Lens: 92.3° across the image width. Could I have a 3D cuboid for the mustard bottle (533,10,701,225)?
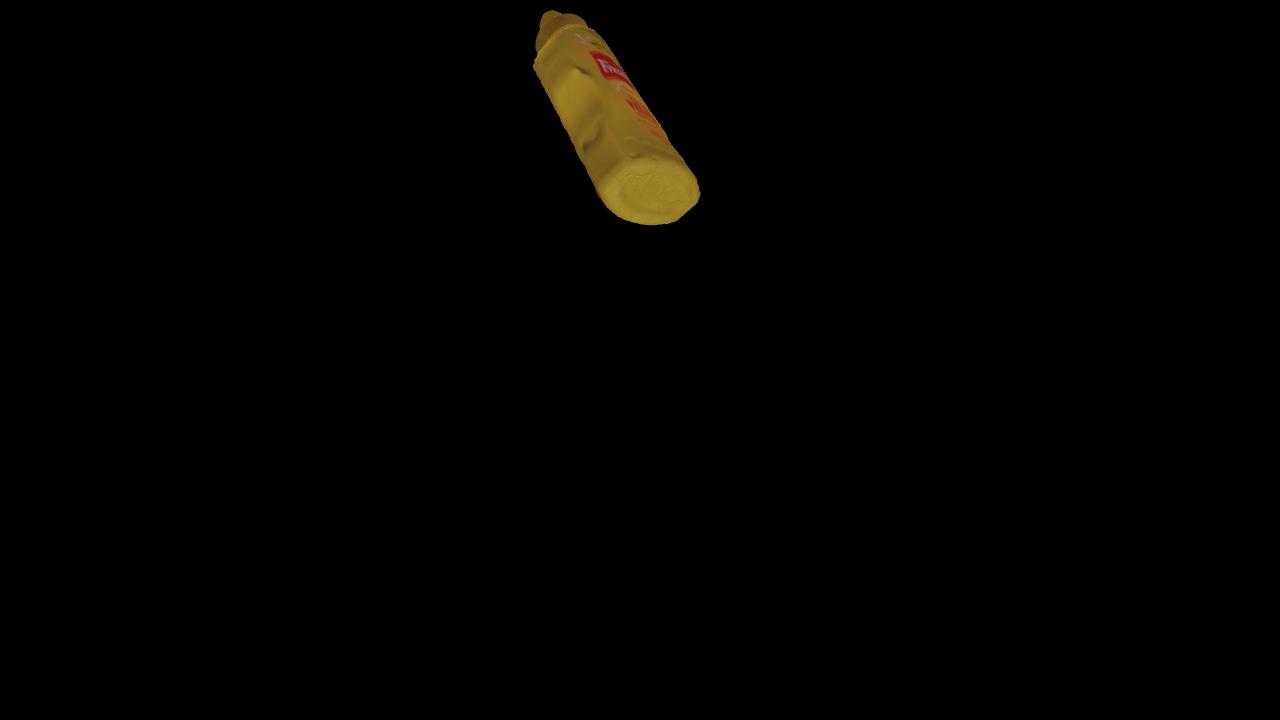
[{"bbox_3d":[-0.029,-0.182,0.433,0.092,0.184,0.054,0,-34,-49],"label":"mustard bottle"}]
